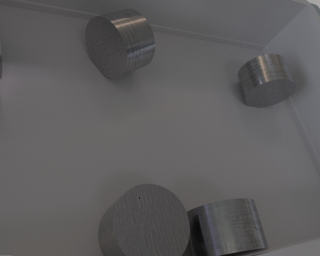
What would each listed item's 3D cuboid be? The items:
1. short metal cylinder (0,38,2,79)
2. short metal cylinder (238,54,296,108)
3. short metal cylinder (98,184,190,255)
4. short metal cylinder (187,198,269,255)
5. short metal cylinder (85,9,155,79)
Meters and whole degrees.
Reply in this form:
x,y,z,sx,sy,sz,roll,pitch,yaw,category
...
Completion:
x,y,z,sx,sy,sz,roll,pitch,yaw,category
-0.197,-0.089,0.319,0.050,0.080,0.080,-9,66,-32,short metal cylinder
0.174,-0.076,0.510,0.081,0.080,0.050,6,59,-25,short metal cylinder
-0.017,0.104,0.317,0.081,0.050,0.080,14,56,-21,short metal cylinder
0.071,0.114,0.339,0.081,0.080,0.050,4,59,-26,short metal cylinder
-0.053,-0.112,0.410,0.050,0.080,0.080,-33,81,-38,short metal cylinder
